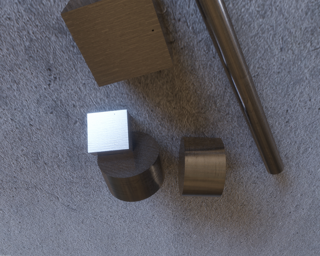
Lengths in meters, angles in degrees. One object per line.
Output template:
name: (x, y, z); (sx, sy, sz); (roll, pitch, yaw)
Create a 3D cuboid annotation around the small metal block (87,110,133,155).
small metal block: (-0.063, 0.006, 0.392); (0.050, 0.050, 0.025); (-6, 165, 4)

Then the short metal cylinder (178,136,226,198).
short metal cylinder: (0.054, 0.052, 0.416); (0.050, 0.080, 0.079); (2, 130, -2)

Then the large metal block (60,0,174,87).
large metal block: (-0.037, -0.097, 0.308); (0.080, 0.050, 0.080); (-14, 129, 11)

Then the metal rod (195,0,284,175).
metal rod: (0.103, -0.043, 0.371); (0.025, 0.025, 0.299); (-21, 127, 17)

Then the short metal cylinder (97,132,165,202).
short metal cylinder: (-0.037, 0.050, 0.413); (0.080, 0.080, 0.050); (-7, 132, 5)
